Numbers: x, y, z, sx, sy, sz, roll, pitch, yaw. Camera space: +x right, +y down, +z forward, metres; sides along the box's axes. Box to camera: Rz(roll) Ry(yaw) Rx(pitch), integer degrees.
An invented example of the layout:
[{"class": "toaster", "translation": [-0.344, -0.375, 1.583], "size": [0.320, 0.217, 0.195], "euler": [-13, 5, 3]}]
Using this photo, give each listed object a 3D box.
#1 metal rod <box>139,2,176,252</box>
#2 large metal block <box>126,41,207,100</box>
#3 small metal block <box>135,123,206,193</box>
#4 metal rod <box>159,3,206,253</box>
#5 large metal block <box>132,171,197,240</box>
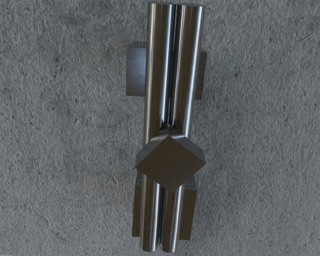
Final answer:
[{"class": "metal rod", "translation": [-0.006, 0.022, 0.341], "size": [0.025, 0.025, 0.298], "euler": [3, 117, -1]}, {"class": "large metal block", "translation": [0.006, -0.069, 0.357], "size": [0.081, 0.080, 0.050], "euler": [3, 110, -1]}, {"class": "small metal block", "translation": [0.010, 0.032, 0.319], "size": [0.050, 0.025, 0.050], "euler": [38, 111, -19]}, {"class": "metal rod", "translation": [0.020, 0.023, 0.342], "size": [0.025, 0.025, 0.298], "euler": [3, 117, -1]}, {"class": "large metal block", "translation": [0.005, 0.106, 0.436], "size": [0.081, 0.050, 0.079], "euler": [5, 110, -2]}]
